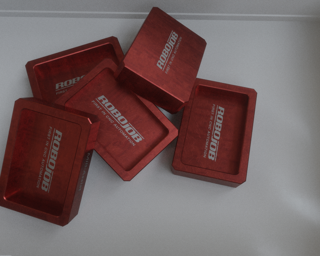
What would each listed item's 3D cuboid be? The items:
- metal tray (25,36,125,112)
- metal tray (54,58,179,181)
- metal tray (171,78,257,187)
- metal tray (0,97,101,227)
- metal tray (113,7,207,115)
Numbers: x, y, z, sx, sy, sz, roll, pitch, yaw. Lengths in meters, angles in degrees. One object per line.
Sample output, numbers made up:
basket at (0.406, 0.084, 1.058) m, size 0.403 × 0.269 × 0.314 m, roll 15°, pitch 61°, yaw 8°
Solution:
metal tray at (-0.107, -0.066, 0.428) m, size 0.131 × 0.030 × 0.090 m, roll -19°, pitch 71°, yaw -8°
metal tray at (-0.052, -0.010, 0.385) m, size 0.090 × 0.030 × 0.130 m, roll -43°, pitch 91°, yaw -8°
metal tray at (0.071, 0.004, 0.405) m, size 0.090 × 0.030 × 0.130 m, roll 12°, pitch 70°, yaw 4°
metal tray at (-0.130, 0.038, 0.359) m, size 0.090 × 0.030 × 0.129 m, roll 16°, pitch 99°, yaw 5°
metal tray at (0.006, -0.091, 0.402) m, size 0.090 × 0.030 × 0.130 m, roll 31°, pitch 51°, yaw -13°
